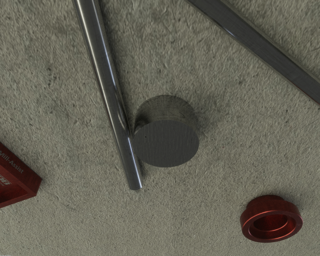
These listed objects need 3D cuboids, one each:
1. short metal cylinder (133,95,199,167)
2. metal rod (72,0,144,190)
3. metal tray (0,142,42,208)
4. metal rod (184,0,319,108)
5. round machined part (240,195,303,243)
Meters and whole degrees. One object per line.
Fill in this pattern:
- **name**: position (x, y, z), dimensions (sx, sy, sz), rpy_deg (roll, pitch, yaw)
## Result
- **short metal cylinder**: position (0.007, 0.005, 0.395), dimensions (0.081, 0.050, 0.079), rpy_deg (0, 130, 0)
- **metal rod**: position (-0.056, -0.026, 0.384), dimensions (0.025, 0.025, 0.298), rpy_deg (-6, 130, 4)
- **metal tray**: position (-0.253, 0.064, 0.455), dimensions (0.090, 0.030, 0.130), rpy_deg (-21, 128, 16)
- **metal rod**: position (0.117, -0.084, 0.336), dimensions (0.301, 0.025, 0.025), rpy_deg (29, 124, -23)
- **round machined part**: position (0.185, 0.151, 0.527), dimensions (0.099, 0.042, 0.097), rpy_deg (0, 130, 0)
